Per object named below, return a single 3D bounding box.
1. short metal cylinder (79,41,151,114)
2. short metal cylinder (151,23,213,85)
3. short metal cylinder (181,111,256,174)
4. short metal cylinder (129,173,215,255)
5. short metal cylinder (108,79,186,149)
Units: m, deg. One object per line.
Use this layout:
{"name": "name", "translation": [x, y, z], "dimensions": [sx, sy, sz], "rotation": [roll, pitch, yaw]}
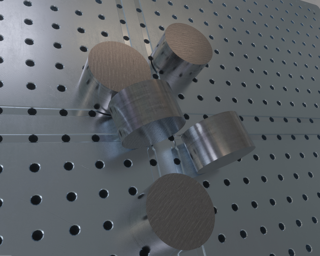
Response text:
{"name": "short metal cylinder", "translation": [-0.058, -0.064, 0.399], "dimensions": [0.081, 0.050, 0.080], "rotation": [13, 56, -21]}
{"name": "short metal cylinder", "translation": [0.034, -0.115, 0.480], "dimensions": [0.081, 0.050, 0.080], "rotation": [14, 56, -21]}
{"name": "short metal cylinder", "translation": [0.074, 0.020, 0.401], "dimensions": [0.081, 0.080, 0.050], "rotation": [-11, 67, -33]}
{"name": "short metal cylinder", "translation": [0.012, 0.096, 0.340], "dimensions": [0.081, 0.050, 0.080], "rotation": [14, 56, -21]}
{"name": "short metal cylinder", "translation": [-0.016, -0.015, 0.373], "dimensions": [0.081, 0.080, 0.050], "rotation": [-10, 67, -32]}
